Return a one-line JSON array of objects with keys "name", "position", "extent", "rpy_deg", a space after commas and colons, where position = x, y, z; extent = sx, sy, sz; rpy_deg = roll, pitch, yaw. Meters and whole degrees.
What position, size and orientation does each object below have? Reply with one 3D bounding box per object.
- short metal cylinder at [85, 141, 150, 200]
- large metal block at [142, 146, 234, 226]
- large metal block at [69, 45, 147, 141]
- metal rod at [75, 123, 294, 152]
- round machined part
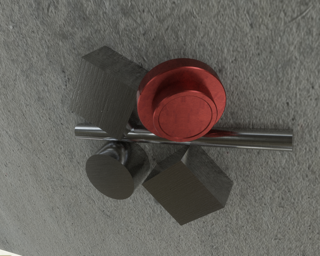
[{"name": "short metal cylinder", "position": [-0.062, 0.059, 0.459], "extent": [0.080, 0.050, 0.079], "rpy_deg": [13, 124, 20]}, {"name": "large metal block", "position": [0.037, 0.075, 0.418], "extent": [0.080, 0.050, 0.080], "rpy_deg": [48, 129, -6]}, {"name": "large metal block", "position": [-0.060, -0.044, 0.392], "extent": [0.080, 0.050, 0.079], "rpy_deg": [32, 128, 7]}, {"name": "metal rod", "position": [0.012, 0.009, 0.408], "extent": [0.301, 0.025, 0.025], "rpy_deg": [2, 119, 27]}, {"name": "round machined part", "position": [0.024, -0.023, 0.339], "extent": [0.099, 0.042, 0.097], "rpy_deg": [-4, 129, -5]}]
